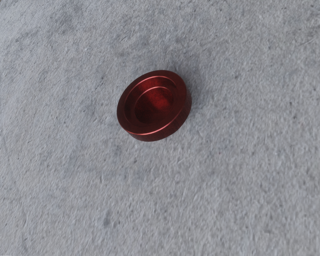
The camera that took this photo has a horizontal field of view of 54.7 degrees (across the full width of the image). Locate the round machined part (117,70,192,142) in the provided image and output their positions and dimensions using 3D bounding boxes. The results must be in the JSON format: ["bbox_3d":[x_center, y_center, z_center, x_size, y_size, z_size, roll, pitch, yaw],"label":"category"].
[{"bbox_3d":[-0.004,-0.025,0.409,0.098,0.042,0.098,-13,56,20],"label":"round machined part"}]
